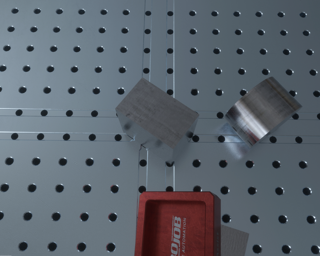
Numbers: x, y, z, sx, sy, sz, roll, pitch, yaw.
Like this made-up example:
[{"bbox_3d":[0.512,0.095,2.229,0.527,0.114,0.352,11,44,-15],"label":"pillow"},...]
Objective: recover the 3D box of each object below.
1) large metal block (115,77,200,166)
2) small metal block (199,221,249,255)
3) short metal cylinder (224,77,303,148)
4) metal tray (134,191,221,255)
[{"bbox_3d":[-0.003,-0.005,0.384,0.080,0.080,0.050,35,74,11],"label":"large metal block"},{"bbox_3d":[0.071,0.140,0.361,0.050,0.025,0.050,17,71,6],"label":"small metal block"},{"bbox_3d":[0.128,-0.018,0.390,0.080,0.080,0.050,-35,74,-12],"label":"short metal cylinder"},{"bbox_3d":[0.019,0.137,0.340,0.090,0.030,0.130,-5,68,23],"label":"metal tray"}]
